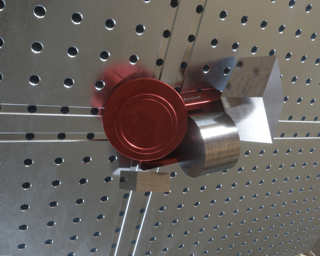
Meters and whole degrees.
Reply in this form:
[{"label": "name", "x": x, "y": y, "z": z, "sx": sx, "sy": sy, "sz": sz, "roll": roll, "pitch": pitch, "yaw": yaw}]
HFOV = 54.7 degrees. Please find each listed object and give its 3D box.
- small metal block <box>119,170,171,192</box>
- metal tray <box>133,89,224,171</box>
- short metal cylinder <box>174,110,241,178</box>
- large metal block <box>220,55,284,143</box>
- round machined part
[{"label": "small metal block", "x": -0.021, "y": 0.072, "z": 0.421, "sx": 0.050, "sy": 0.050, "sz": 0.025, "roll": 8, "pitch": 80, "yaw": -31}, {"label": "metal tray", "x": 0.030, "y": 0.001, "z": 0.422, "sx": 0.131, "sy": 0.030, "sz": 0.089, "roll": -11, "pitch": 123, "yaw": -23}, {"label": "short metal cylinder", "x": 0.057, "y": 0.019, "z": 0.398, "sx": 0.050, "sy": 0.080, "sz": 0.079, "roll": -9, "pitch": 123, "yaw": -25}, {"label": "large metal block", "x": 0.126, "y": -0.038, "z": 0.410, "sx": 0.080, "sy": 0.050, "sz": 0.080, "roll": -60, "pitch": 139, "yaw": -33}, {"label": "round machined part", "x": -0.016, "y": -0.008, "z": 0.357, "sx": 0.099, "sy": 0.042, "sz": 0.097, "roll": -1, "pitch": 103, "yaw": -5}]
